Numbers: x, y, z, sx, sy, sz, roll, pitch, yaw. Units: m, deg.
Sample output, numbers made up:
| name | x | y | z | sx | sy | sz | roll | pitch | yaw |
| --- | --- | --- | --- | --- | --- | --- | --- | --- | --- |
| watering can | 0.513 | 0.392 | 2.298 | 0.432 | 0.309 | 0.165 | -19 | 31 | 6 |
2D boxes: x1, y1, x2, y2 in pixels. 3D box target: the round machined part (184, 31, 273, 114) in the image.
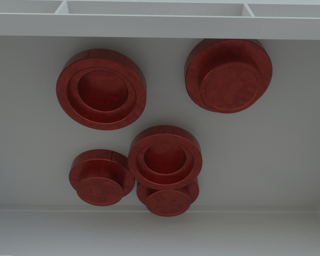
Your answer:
| name | x | y | z | sx | sy | sz | roll | pitch | yaw |
| --- | --- | --- | --- | --- | --- | --- | --- | --- | --- |
| round machined part | 0.078 | -0.055 | 0.352 | 0.099 | 0.042 | 0.097 | 0 | 130 | 0 |

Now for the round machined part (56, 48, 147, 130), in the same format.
| name | x | y | z | sx | sy | sz | roll | pitch | yaw |
| --- | --- | --- | --- | --- | --- | --- | --- | --- | --- |
| round machined part | -0.064 | -0.047 | 0.357 | 0.099 | 0.042 | 0.097 | 0 | 130 | 0 |

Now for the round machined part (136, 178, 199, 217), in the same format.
| name | x | y | z | sx | sy | sz | roll | pitch | yaw |
| --- | --- | --- | --- | --- | --- | --- | --- | --- | --- |
| round machined part | 0.012 | 0.102 | 0.485 | 0.099 | 0.042 | 0.097 | 0 | 130 | 0 |

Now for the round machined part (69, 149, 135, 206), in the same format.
| name | x | y | z | sx | sy | sz | roll | pitch | yaw |
| --- | --- | --- | --- | --- | --- | --- | --- | --- | --- |
| round machined part | -0.087 | 0.081 | 0.466 | 0.099 | 0.042 | 0.097 | 0 | 130 | 0 |

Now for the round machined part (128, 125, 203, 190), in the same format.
| name | x | y | z | sx | sy | sz | roll | pitch | yaw |
| --- | --- | --- | --- | --- | --- | --- | --- | --- | --- |
| round machined part | 0.007 | 0.036 | 0.424 | 0.099 | 0.042 | 0.097 | 0 | 124 | 1 |
